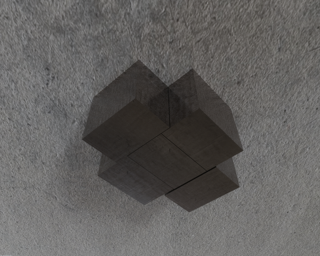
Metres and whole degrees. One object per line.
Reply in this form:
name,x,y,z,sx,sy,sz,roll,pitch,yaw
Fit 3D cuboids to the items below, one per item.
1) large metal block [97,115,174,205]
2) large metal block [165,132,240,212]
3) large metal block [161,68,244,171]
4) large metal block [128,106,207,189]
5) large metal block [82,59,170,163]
large metal block,-0.029,0.041,0.408,0.050,0.080,0.080,-35,122,25
large metal block,0.052,0.054,0.420,0.080,0.080,0.050,-34,122,25
large metal block,0.047,-0.010,0.365,0.050,0.080,0.080,-35,122,25
large metal block,0.009,0.015,0.387,0.050,0.080,0.080,-35,122,25
large metal block,-0.037,-0.020,0.356,0.080,0.080,0.050,-34,122,25
